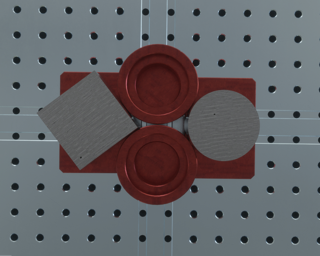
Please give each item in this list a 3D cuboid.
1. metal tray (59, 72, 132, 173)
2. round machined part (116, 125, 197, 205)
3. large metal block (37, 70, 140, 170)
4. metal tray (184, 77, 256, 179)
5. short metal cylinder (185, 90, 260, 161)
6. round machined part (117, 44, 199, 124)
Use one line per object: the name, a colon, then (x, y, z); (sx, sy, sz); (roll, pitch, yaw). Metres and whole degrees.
metal tray: (-0.083, -0.007, 0.410); (0.091, 0.030, 0.129); (1, 90, -2)
round machined part: (-0.004, 0.045, 0.396); (0.099, 0.042, 0.097); (0, 90, 0)
large metal block: (-0.081, -0.009, 0.370); (0.080, 0.050, 0.080); (-37, 90, 0)
metal tray: (0.077, 0.000, 0.409); (0.091, 0.030, 0.129); (1, 90, 0)
short metal cylinder: (0.071, -0.003, 0.370); (0.081, 0.050, 0.079); (0, 90, 0)
round machined part: (-0.002, -0.054, 0.396); (0.099, 0.042, 0.097); (0, 90, 0)
